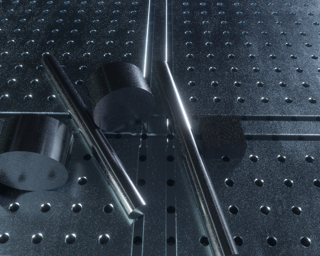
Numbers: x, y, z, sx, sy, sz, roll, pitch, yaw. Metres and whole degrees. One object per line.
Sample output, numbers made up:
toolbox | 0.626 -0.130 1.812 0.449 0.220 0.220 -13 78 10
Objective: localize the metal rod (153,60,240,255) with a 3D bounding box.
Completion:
metal rod | 0.033 0.015 0.394 0.025 0.025 0.300 -10 51 -8

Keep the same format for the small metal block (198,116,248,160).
small metal block | 0.079 0.012 0.398 0.050 0.025 0.050 -3 50 -3

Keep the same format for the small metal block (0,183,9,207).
small metal block | -0.203 0.062 0.354 0.050 0.025 0.050 -1 50 -1

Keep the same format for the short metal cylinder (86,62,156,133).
short metal cylinder | -0.052 -0.039 0.404 0.081 0.080 0.050 -15 52 -12

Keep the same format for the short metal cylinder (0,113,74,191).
short metal cylinder | -0.141 0.029 0.347 0.081 0.080 0.050 -3 50 -2

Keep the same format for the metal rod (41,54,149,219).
metal rod | -0.100 -0.009 0.413 0.025 0.025 0.300 -25 54 -19
